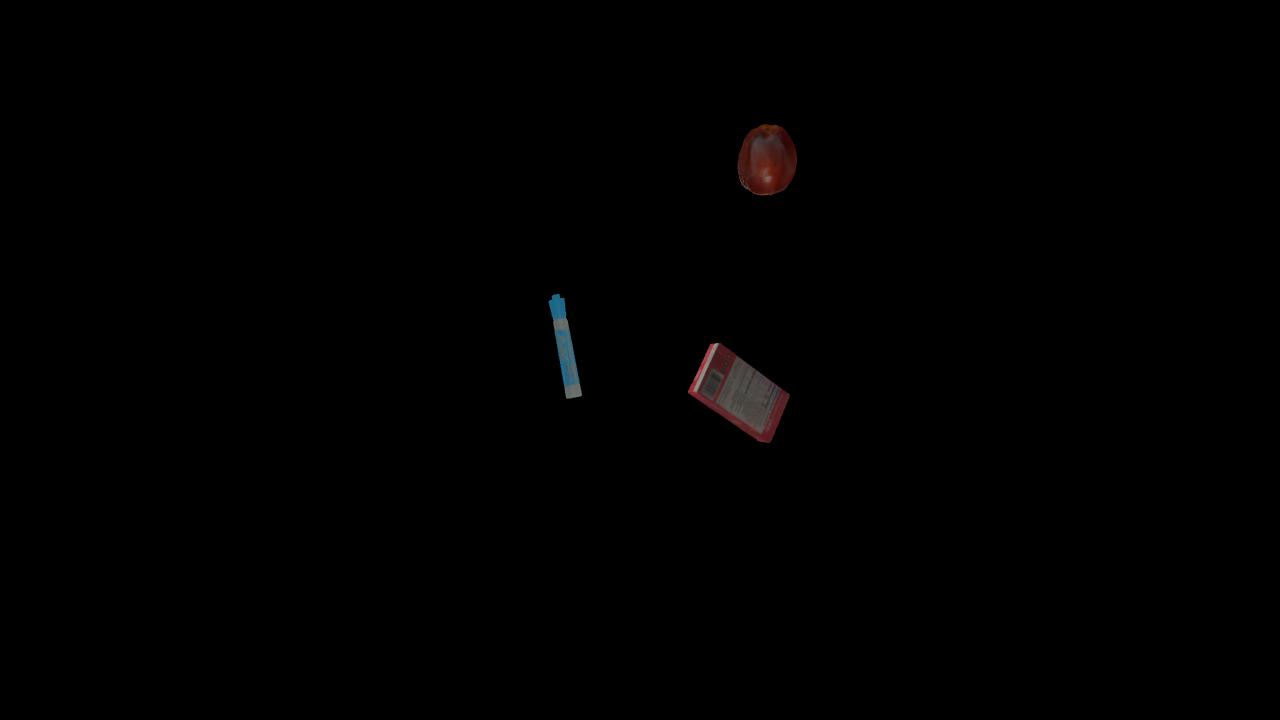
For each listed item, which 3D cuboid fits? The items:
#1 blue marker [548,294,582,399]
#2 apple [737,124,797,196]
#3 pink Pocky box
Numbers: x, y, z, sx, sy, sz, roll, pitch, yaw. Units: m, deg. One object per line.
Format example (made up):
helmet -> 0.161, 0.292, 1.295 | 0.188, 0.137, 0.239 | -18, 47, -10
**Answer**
blue marker -> -0.087, -0.016, 0.712 | 0.020, 0.121, 0.020 | -10, 2, 0
apple -> 0.172, -0.266, 0.826 | 0.079, 0.093, 0.079 | -7, 37, 5
pink Pocky box -> 0.148, 0.050, 0.903 | 0.155, 0.084, 0.029 | 34, -18, -24
